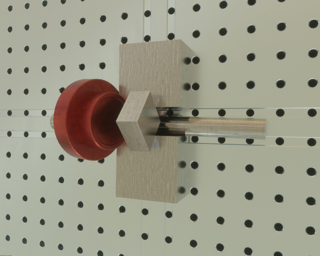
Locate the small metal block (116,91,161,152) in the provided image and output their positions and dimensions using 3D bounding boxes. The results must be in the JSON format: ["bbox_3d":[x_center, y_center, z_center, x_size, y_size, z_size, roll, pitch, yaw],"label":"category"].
[{"bbox_3d":[-0.023,-0.008,0.361,0.025,0.050,0.050,1,46,20],"label":"small metal block"}]

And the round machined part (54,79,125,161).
[{"bbox_3d":[-0.072,-0.009,0.368,0.042,0.099,0.097,5,92,34],"label":"round machined part"}]

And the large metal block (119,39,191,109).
[{"bbox_3d":[-0.005,-0.065,0.401,0.080,0.050,0.079,1,90,20],"label":"large metal block"}]

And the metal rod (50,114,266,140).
[{"bbox_3d":[-0.016,-0.004,0.418,0.301,0.025,0.025,2,91,19],"label":"metal rod"}]

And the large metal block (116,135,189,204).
[{"bbox_3d":[-0.009,0.049,0.403,0.080,0.050,0.079,1,91,20],"label":"large metal block"}]
